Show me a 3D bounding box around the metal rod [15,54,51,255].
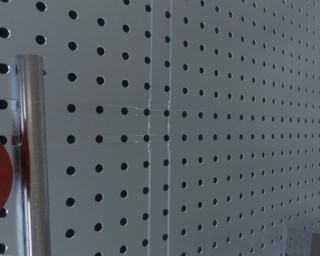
[{"bbox_3d":[-0.123,0.080,0.306,0.025,0.025,0.298,-3,92,-40],"label":"metal rod"}]

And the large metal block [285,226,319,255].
[{"bbox_3d":[0.309,0.257,0.652,0.080,0.050,0.080,21,77,-38],"label":"large metal block"}]

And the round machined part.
[{"bbox_3d":[-0.177,0.041,0.250,0.099,0.042,0.097,0,90,-40],"label":"round machined part"}]
